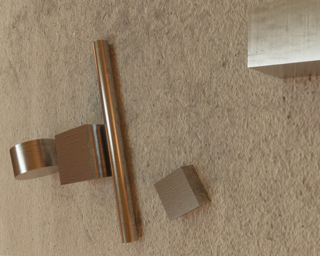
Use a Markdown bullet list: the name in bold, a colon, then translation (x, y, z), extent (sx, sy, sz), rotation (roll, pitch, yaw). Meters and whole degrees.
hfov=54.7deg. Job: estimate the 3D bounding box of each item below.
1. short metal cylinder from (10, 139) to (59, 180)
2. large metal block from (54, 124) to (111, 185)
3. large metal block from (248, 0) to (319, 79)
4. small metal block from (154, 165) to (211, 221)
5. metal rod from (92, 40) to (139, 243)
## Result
- **short metal cylinder**: translation (-0.219, 0.056, 0.550), extent (0.080, 0.081, 0.050), rotation (-28, 73, 36)
- **large metal block**: translation (-0.116, 0.042, 0.484), extent (0.080, 0.050, 0.080), rotation (-16, 80, 39)
- **large metal block**: translation (0.130, -0.074, 0.262), extent (0.080, 0.081, 0.050), rotation (2, 91, 40)
- **small metal block**: translation (0.027, 0.080, 0.383), extent (0.050, 0.025, 0.050), rotation (-39, 67, 33)
- **metal rod**: translation (-0.067, 0.014, 0.460), extent (0.025, 0.025, 0.298), rotation (-16, 80, 39)
